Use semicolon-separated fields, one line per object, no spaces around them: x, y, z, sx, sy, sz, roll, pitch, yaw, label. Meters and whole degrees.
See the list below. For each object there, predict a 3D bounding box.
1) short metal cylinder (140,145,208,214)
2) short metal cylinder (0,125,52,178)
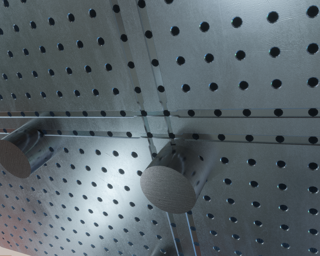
0.020;0.071;0.429;0.080;0.050;0.079;13;124;21;short metal cylinder
-0.242;0.042;0.549;0.080;0.050;0.079;13;124;21;short metal cylinder
